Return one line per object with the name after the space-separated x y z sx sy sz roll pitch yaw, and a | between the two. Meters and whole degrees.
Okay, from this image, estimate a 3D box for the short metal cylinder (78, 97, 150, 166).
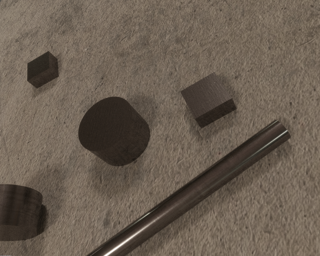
-0.061 0.005 0.415 0.080 0.050 0.080 -13 56 20 | short metal cylinder

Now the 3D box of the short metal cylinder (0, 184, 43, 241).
-0.198 0.112 0.402 0.080 0.080 0.050 -17 55 18 | short metal cylinder

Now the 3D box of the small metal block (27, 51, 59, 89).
-0.221 -0.110 0.585 0.050 0.025 0.050 -26 53 11 | small metal block

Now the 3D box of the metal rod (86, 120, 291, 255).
0.011 0.090 0.341 0.300 0.025 0.025 -36 51 3 | metal rod

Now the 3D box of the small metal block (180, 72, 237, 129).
0.061 -0.035 0.393 0.050 0.025 0.050 -30 52 9 | small metal block
